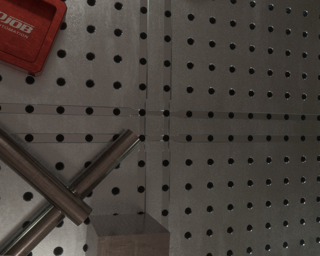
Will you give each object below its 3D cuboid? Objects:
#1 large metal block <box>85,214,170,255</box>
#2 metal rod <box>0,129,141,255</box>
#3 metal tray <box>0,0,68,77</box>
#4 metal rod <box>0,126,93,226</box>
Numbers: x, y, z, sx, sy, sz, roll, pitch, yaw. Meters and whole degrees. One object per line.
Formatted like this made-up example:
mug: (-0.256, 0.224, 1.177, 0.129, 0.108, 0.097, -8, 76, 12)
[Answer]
large metal block: (-0.042, 0.139, 0.369, 0.081, 0.080, 0.050, 4, 89, -20)
metal rod: (-0.136, 0.113, 0.362, 0.301, 0.025, 0.025, -45, 105, -15)
metal tray: (-0.182, -0.123, 0.342, 0.131, 0.030, 0.090, 22, 83, -19)
metal rod: (-0.190, -0.003, 0.327, 0.300, 0.025, 0.025, 45, 76, -9)
